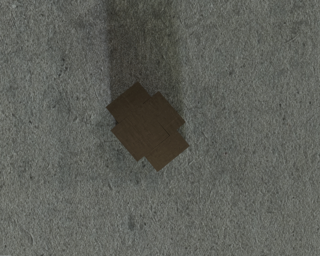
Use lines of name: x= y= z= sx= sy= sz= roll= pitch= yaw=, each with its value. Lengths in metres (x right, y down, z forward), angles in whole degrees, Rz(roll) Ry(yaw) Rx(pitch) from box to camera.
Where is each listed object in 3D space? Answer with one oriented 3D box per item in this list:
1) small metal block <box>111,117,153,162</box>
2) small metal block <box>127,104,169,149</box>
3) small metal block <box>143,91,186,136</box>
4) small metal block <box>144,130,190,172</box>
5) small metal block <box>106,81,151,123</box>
small metal block: x=-0.034 y=0.014 z=0.398 sx=0.025 sy=0.050 sz=0.050 roll=-40 pitch=91 yaw=0
small metal block: x=-0.014 y=-0.002 z=0.398 sx=0.025 sy=0.050 sz=0.050 roll=-40 pitch=91 yaw=0
small metal block: x=0.005 y=-0.018 z=0.398 sx=0.025 sy=0.050 sz=0.050 roll=-41 pitch=91 yaw=0
small metal block: x=0.009 y=0.028 z=0.398 sx=0.050 sy=0.050 sz=0.025 roll=-39 pitch=90 yaw=0
small metal block: x=-0.038 y=-0.031 z=0.398 sx=0.050 sy=0.050 sz=0.025 roll=-39 pitch=90 yaw=0
